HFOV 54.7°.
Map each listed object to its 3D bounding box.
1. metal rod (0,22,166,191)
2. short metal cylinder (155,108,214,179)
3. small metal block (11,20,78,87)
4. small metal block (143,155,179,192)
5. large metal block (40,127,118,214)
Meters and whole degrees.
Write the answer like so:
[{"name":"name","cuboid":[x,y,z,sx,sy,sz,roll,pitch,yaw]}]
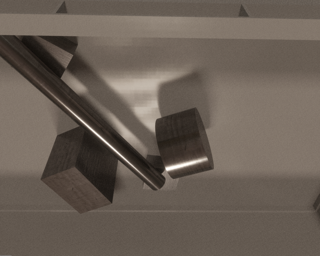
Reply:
[{"name":"metal rod","cuboid":[-0.088,-0.014,0.362,0.025,0.025,0.300,-28,125,21]},{"name":"short metal cylinder","cuboid":[0.032,0.019,0.390,0.050,0.080,0.080,-16,129,13]},{"name":"small metal block","cuboid":[-0.126,-0.080,0.340,0.050,0.025,0.050,27,125,-22]},{"name":"small metal block","cuboid":[0.002,0.069,0.468,0.050,0.025,0.050,6,130,-6]},{"name":"large metal block","cuboid":[-0.103,0.055,0.418,0.050,0.080,0.080,-21,127,16]}]
